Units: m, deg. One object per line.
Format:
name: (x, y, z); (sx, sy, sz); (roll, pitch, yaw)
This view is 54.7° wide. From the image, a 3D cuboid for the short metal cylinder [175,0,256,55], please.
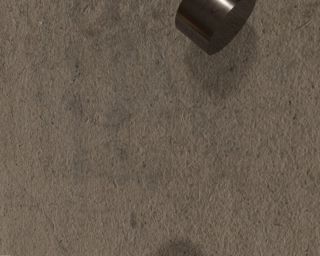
short metal cylinder: (0.064, -0.132, 0.357); (0.050, 0.080, 0.080); (44, 104, 14)
